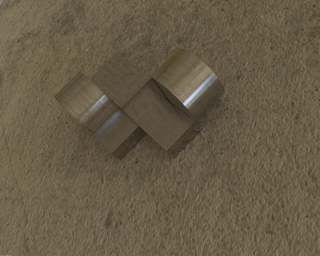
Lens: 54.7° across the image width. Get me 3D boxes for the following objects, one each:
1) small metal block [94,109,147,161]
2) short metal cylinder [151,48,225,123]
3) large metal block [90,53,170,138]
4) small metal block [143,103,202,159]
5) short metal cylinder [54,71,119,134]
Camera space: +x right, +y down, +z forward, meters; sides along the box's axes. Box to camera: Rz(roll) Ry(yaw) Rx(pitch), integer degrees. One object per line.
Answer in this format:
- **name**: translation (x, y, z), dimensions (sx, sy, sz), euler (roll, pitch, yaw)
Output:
- **small metal block**: translation (-0.055, 0.009, 0.430), dimensions (0.050, 0.025, 0.050), euler (-46, 51, -4)
- **short metal cylinder**: translation (0.033, -0.051, 0.385), dimensions (0.050, 0.080, 0.080), euler (-46, 51, -4)
- **large metal block**: translation (-0.035, -0.043, 0.415), dimensions (0.050, 0.080, 0.080), euler (-46, 52, -4)
- **small metal block**: translation (0.016, 0.003, 0.396), dimensions (0.050, 0.025, 0.050), euler (-46, 51, -4)
- **short metal cylinder**: translation (-0.103, -0.036, 0.446), dimensions (0.050, 0.080, 0.080), euler (-46, 51, -4)
